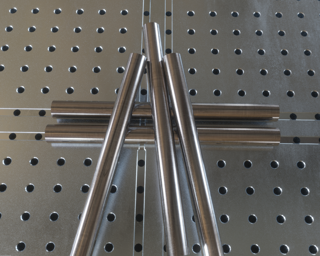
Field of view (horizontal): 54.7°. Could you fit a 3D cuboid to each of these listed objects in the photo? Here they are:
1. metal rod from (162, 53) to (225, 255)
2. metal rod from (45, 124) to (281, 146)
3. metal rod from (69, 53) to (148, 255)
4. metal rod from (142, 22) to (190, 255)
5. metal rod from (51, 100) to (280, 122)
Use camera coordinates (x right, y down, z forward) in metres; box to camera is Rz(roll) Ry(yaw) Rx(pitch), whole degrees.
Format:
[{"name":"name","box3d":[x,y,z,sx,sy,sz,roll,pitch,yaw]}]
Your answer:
[{"name":"metal rod","box3d":[0.042,0.050,0.374,0.025,0.025,0.299,-10,77,-4]},{"name":"metal rod","box3d":[0.004,0.009,0.409,0.302,0.025,0.025,1,70,0]},{"name":"metal rod","box3d":[-0.065,0.049,0.374,0.025,0.025,0.299,14,77,4]},{"name":"metal rod","box3d":[0.004,-0.001,0.386,0.025,0.025,0.299,-6,70,-3]},{"name":"metal rod","box3d":[0.007,-0.023,0.420,0.302,0.025,0.025,1,70,0]}]
